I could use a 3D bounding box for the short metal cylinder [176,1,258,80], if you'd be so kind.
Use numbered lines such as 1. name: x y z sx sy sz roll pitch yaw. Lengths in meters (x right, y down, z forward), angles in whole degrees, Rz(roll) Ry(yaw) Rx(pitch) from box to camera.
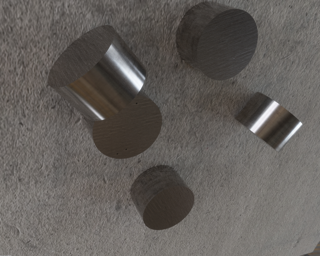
1. short metal cylinder: 0.066 -0.102 0.363 0.081 0.050 0.079 -14 124 -21

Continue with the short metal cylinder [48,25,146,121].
1. short metal cylinder: -0.061 -0.054 0.304 0.080 0.080 0.050 -42 129 0

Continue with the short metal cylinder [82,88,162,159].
1. short metal cylinder: -0.045 -0.011 0.359 0.081 0.050 0.079 -14 124 -21

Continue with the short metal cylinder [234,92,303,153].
1. short metal cylinder: 0.157 -0.009 0.451 0.080 0.080 0.050 32 101 -38

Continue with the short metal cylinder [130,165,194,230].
1. short metal cylinder: 0.003 0.102 0.455 0.081 0.050 0.079 -14 124 -21
